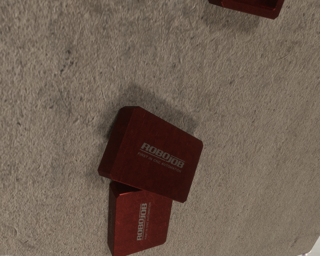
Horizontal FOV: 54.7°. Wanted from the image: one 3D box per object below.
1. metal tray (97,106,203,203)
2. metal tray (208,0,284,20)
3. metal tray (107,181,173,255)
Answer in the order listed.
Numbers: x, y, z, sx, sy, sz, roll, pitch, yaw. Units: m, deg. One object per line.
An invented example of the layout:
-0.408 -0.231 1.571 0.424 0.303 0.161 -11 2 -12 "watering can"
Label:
-0.006 0.037 0.400 0.131 0.030 0.090 28 75 -38 "metal tray"
0.114 -0.197 0.345 0.091 0.030 0.129 0 118 -29 "metal tray"
-0.030 0.133 0.471 0.091 0.030 0.129 -8 122 -25 "metal tray"
